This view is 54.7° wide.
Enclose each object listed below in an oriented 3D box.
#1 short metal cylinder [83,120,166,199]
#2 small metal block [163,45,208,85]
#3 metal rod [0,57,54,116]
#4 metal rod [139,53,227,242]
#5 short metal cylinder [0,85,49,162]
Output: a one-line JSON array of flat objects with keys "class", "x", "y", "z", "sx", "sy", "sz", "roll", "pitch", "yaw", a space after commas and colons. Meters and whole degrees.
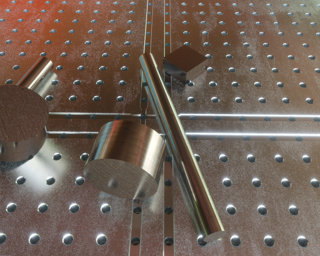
[{"class": "short metal cylinder", "x": -0.037, "y": 0.037, "z": 0.341, "sx": 0.080, "sy": 0.080, "sz": 0.050, "roll": 9, "pitch": 51, "yaw": 7}, {"class": "small metal block", "x": 0.040, "y": -0.102, "z": 0.494, "sx": 0.050, "sy": 0.025, "sz": 0.050, "roll": -37, "pitch": 59, "yaw": -27}, {"class": "metal rod", "x": -0.222, "y": 0.007, "z": 0.398, "sx": 0.025, "sy": 0.025, "sz": 0.300, "roll": 13, "pitch": 51, "yaw": 10}, {"class": "metal rod", "x": 0.017, "y": -0.001, "z": 0.408, "sx": 0.025, "sy": 0.025, "sz": 0.300, "roll": -11, "pitch": 51, "yaw": -10}, {"class": "short metal cylinder", "x": -0.180, "y": -0.006, "z": 0.377, "sx": 0.081, "sy": 0.050, "sz": 0.080, "roll": 12, "pitch": 54, "yaw": -17}]
